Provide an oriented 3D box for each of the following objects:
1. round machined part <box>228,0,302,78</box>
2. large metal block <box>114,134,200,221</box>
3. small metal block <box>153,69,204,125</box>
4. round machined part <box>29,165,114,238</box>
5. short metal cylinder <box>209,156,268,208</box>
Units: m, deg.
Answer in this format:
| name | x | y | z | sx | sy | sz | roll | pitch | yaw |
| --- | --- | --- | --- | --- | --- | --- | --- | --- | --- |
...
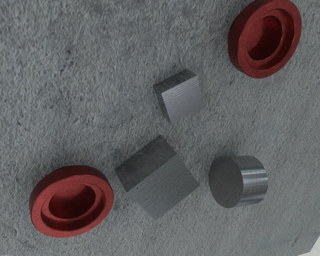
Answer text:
| name | x | y | z | sx | sy | sz | roll | pitch | yaw |
| --- | --- | --- | --- | --- | --- | --- | --- | --- | --- |
| round machined part | 0.127 | -0.116 | 0.395 | 0.099 | 0.042 | 0.097 | -14 | 125 | -21 |
| large metal block | -0.003 | 0.070 | 0.434 | 0.080 | 0.050 | 0.080 | -38 | 130 | -3 |
| small metal block | 0.025 | -0.040 | 0.397 | 0.050 | 0.025 | 0.050 | -28 | 128 | -11 |
| round machined part | -0.112 | 0.086 | 0.389 | 0.099 | 0.042 | 0.097 | -14 | 125 | -21 |
| short metal cylinder | 0.123 | 0.084 | 0.493 | 0.050 | 0.080 | 0.079 | 1 | 118 | -29 |
